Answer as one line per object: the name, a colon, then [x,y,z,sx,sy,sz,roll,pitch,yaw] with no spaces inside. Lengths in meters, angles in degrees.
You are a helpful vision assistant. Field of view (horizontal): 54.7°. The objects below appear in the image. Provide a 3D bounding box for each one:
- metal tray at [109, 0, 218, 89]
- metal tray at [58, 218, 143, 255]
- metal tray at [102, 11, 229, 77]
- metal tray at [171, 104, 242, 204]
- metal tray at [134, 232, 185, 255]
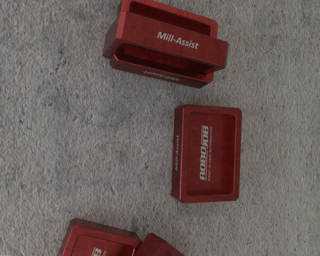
metal tray: [0.008,-0.109,0.400,0.131,0.030,0.090,10,78,-19]
metal tray: [-0.085,0.185,0.375,0.091,0.030,0.129,21,83,-19]
metal tray: [0.004,-0.094,0.375,0.131,0.090,0.030,10,86,-20]
metal tray: [0.065,0.035,0.430,0.091,0.030,0.129,2,89,-20]
metal tray: [-0.015,0.207,0.376,0.130,0.030,0.090,-54,126,-20]
